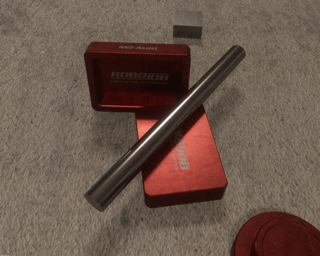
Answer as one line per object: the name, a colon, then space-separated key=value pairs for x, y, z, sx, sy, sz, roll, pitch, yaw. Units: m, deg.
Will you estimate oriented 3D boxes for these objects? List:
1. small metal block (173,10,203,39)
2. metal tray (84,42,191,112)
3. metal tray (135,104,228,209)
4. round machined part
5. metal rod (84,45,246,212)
small metal block: x=0.051 y=-0.188 z=0.562 sx=0.050 sy=0.025 sz=0.050 roll=5 pitch=50 yaw=3
metal tray: x=-0.028 y=-0.065 z=0.412 sx=0.131 sy=0.089 sz=0.030 roll=2 pitch=39 yaw=1
metal tray: x=0.020 y=0.027 z=0.378 sx=0.091 sy=0.030 sz=0.130 roll=-6 pitch=50 yaw=-5
round machined part: x=0.119 y=0.124 z=0.290 sx=0.099 sy=0.042 sz=0.098 roll=0 pitch=50 yaw=0
metal rod: x=0.025 y=-0.019 z=0.380 sx=0.025 sy=0.025 sz=0.301 roll=30 pitch=56 yaw=22
